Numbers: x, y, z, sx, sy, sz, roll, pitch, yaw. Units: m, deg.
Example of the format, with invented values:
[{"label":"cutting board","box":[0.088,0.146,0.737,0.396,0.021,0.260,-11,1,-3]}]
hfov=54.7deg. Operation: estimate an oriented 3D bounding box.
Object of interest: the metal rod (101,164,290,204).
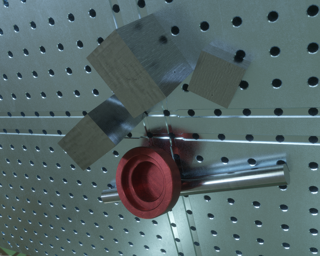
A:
[{"label":"metal rod","box":[0.029,0.086,0.448,0.300,0.025,0.025,-15,111,34]}]

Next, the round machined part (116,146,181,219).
[{"label":"round machined part","box":[-0.012,0.073,0.435,0.098,0.042,0.097,0,90,35]}]

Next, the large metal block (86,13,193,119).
[{"label":"large metal block","box":[-0.018,-0.070,0.342,0.050,0.080,0.080,-30,102,38]}]

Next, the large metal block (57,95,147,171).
[{"label":"large metal block","box":[-0.076,0.001,0.417,0.050,0.080,0.080,49,129,-6]}]

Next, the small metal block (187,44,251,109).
[{"label":"small metal block","box":[0.064,-0.057,0.342,0.050,0.025,0.050,27,128,11]}]
